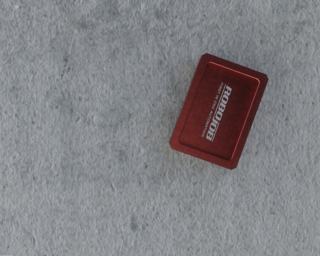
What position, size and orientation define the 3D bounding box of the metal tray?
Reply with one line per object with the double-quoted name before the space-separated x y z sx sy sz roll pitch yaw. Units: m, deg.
"metal tray" 0.075 -0.021 0.407 0.090 0.030 0.129 20 90 0
